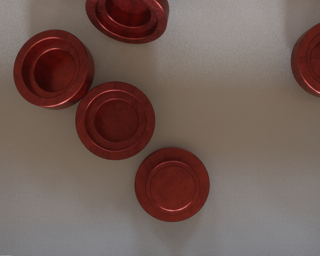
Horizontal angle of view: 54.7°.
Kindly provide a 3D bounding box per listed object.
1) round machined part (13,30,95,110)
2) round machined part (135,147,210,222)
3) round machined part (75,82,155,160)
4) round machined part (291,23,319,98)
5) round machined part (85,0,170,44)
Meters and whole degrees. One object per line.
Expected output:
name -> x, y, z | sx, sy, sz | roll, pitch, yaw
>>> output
round machined part -> -0.129, -0.070, 0.394 | 0.098, 0.042, 0.097 | -1, 82, 10
round machined part -> 0.016, 0.074, 0.403 | 0.099, 0.042, 0.097 | 0, 90, -1
round machined part -> -0.055, -0.009, 0.402 | 0.099, 0.042, 0.097 | 0, 90, -1
round machined part -> 0.220, -0.087, 0.406 | 0.099, 0.042, 0.097 | 0, 90, -1
round machined part -> -0.037, -0.150, 0.378 | 0.099, 0.098, 0.042 | 9, 68, -1
